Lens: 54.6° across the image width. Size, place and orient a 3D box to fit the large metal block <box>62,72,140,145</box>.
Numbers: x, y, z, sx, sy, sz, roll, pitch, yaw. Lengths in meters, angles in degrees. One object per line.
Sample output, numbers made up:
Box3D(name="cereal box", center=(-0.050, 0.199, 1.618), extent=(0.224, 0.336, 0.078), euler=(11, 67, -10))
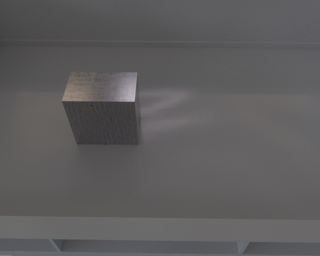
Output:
Box3D(name="large metal block", center=(-0.068, -0.023, 0.389), extent=(0.080, 0.080, 0.050), euler=(0, 50, 0))
